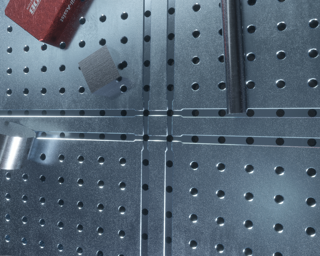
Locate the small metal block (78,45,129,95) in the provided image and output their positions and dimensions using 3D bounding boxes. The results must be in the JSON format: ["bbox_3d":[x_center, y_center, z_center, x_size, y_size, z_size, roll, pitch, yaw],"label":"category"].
[{"bbox_3d":[-0.081,-0.081,0.441,0.050,0.025,0.050,-28,81,18],"label":"small metal block"}]

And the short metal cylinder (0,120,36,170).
[{"bbox_3d":[-0.236,0.023,0.467,0.080,0.080,0.050,22,98,18],"label":"short metal cylinder"}]

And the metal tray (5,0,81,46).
[{"bbox_3d":[-0.169,-0.205,0.470,0.090,0.030,0.129,37,102,16],"label":"metal tray"}]

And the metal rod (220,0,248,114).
[{"bbox_3d":[0.087,-0.167,0.381,0.025,0.025,0.298,-4,89,20],"label":"metal rod"}]
